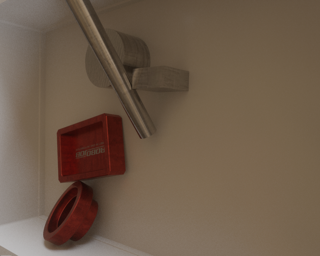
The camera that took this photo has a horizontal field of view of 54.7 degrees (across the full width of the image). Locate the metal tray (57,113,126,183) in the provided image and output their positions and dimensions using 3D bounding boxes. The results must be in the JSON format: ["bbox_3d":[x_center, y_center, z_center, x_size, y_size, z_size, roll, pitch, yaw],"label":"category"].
[{"bbox_3d":[-0.112,0.035,0.488,0.130,0.030,0.090,-15,75,38],"label":"metal tray"}]

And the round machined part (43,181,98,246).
[{"bbox_3d":[-0.134,0.135,0.482,0.098,0.042,0.098,-41,26,25],"label":"round machined part"}]

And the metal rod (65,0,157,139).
[{"bbox_3d":[-0.080,-0.118,0.366,0.025,0.025,0.299,-11,115,39],"label":"metal rod"}]

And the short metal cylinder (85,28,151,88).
[{"bbox_3d":[-0.060,-0.094,0.438,0.080,0.050,0.079,0,90,39],"label":"short metal cylinder"}]

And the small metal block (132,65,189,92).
[{"bbox_3d":[0.001,-0.060,0.388,0.050,0.050,0.025,3,92,39],"label":"small metal block"}]
